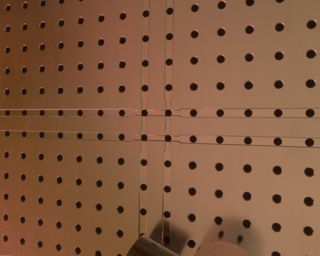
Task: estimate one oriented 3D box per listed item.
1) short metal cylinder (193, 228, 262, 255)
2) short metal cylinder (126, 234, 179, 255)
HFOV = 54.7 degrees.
[{"bbox_3d":[0.081,0.167,0.371,0.080,0.050,0.079,0,90,19],"label":"short metal cylinder"},{"bbox_3d":[-0.017,0.183,0.389,0.050,0.080,0.080,24,98,18],"label":"short metal cylinder"}]
